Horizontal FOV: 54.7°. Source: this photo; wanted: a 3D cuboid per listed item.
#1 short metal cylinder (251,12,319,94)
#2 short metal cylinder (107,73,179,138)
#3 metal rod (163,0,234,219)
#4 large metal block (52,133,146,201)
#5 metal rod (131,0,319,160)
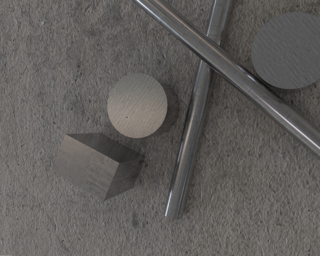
[{"bbox_3d":[0.145,-0.080,0.344,0.080,0.050,0.079,0,90,20],"label":"short metal cylinder"},{"bbox_3d":[-0.020,-0.027,0.403,0.080,0.050,0.079,0,90,20],"label":"short metal cylinder"},{"bbox_3d":[0.050,-0.031,0.391,0.025,0.025,0.298,14,95,19],"label":"metal rod"},{"bbox_3d":[-0.077,0.046,0.407,0.080,0.080,0.050,25,99,18],"label":"large metal block"},{"bbox_3d":[0.078,-0.071,0.358,0.300,0.025,0.025,42,103,6],"label":"metal rod"}]
